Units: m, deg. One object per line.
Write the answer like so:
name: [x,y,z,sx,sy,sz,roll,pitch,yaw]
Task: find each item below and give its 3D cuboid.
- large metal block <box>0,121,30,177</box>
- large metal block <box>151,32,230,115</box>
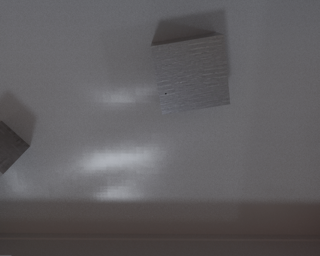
large metal block: [-0.228,0.046,0.396,0.080,0.080,0.050,-39,106,13]
large metal block: [0.036,-0.067,0.374,0.080,0.050,0.079,-9,110,3]
